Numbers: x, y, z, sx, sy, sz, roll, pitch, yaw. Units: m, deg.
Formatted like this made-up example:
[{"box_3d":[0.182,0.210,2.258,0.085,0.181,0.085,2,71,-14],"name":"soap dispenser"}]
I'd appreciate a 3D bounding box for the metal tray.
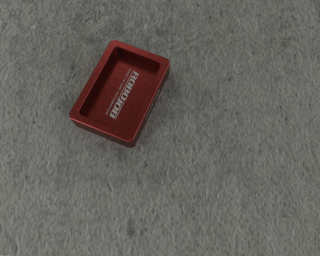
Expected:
[{"box_3d":[-0.051,-0.049,0.422,0.090,0.030,0.130,22,71,7],"name":"metal tray"}]
